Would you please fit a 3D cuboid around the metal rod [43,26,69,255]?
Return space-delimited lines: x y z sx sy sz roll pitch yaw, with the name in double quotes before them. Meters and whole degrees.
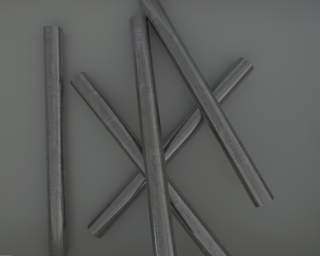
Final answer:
"metal rod" -0.138 0.018 0.410 0.025 0.025 0.298 -1 90 0

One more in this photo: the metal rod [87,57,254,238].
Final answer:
"metal rod" 0.014 0.026 0.411 0.025 0.025 0.300 42 90 0

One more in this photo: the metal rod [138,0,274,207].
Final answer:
"metal rod" 0.053 -0.043 0.388 0.025 0.025 0.299 -28 81 0

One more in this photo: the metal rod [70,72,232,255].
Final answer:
"metal rod" -0.014 0.049 0.385 0.025 0.025 0.300 -39 81 0

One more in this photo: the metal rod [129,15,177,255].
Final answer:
"metal rod" -0.011 0.000 0.373 0.025 0.025 0.299 -7 75 0
